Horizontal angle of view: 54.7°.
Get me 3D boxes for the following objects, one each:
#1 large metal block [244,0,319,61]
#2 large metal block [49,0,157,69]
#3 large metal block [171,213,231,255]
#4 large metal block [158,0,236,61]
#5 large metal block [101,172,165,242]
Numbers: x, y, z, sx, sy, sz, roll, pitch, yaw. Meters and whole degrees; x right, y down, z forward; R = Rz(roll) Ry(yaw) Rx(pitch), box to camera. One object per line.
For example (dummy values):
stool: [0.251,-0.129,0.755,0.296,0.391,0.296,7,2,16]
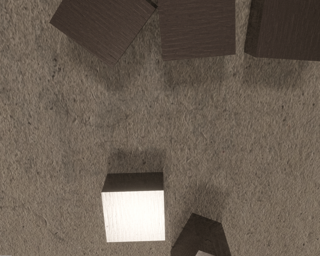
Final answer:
large metal block: [0.148,-0.122,0.354,0.081,0.050,0.079,3,110,-2]
large metal block: [-0.060,-0.127,0.345,0.080,0.050,0.080,36,111,-13]
large metal block: [0.056,0.186,0.450,0.050,0.080,0.079,22,108,-8]
large metal block: [0.040,-0.123,0.352,0.080,0.050,0.079,-5,110,1]
large metal block: [-0.034,0.111,0.437,0.081,0.050,0.079,-2,110,0]
